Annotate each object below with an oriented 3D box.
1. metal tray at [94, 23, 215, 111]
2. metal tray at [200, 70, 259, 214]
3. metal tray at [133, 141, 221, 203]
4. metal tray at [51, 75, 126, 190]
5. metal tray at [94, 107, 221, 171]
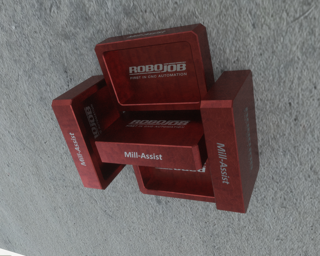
[{"bbox_3d":[-0.005,-0.067,0.367,0.130,0.030,0.089,0,122,28],"label":"metal tray"},{"bbox_3d":[0.080,0.013,0.332,0.030,0.090,0.129,1,119,28],"label":"metal tray"},{"bbox_3d":[0.025,0.053,0.426,0.130,0.030,0.089,1,118,27],"label":"metal tray"},{"bbox_3d":[-0.082,0.005,0.413,0.030,0.090,0.129,1,119,27],"label":"metal tray"},{"bbox_3d":[0.000,0.008,0.373,0.130,0.090,0.030,1,120,27],"label":"metal tray"}]
